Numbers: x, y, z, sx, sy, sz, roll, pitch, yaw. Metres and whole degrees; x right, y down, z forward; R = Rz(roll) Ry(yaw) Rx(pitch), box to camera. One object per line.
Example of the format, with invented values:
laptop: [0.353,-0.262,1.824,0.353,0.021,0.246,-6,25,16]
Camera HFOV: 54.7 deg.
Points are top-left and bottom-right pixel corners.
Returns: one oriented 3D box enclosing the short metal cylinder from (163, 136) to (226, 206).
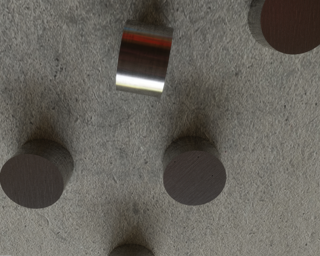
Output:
short metal cylinder: [0.044,0.056,0.417,0.081,0.050,0.079,0,110,0]

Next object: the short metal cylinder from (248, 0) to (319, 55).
short metal cylinder: [0.147,-0.127,0.351,0.081,0.050,0.079,0,110,0]

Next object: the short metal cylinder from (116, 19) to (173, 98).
short metal cylinder: [-0.018,-0.078,0.352,0.050,0.080,0.079,10,110,-4]

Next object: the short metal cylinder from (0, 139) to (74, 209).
short metal cylinder: [-0.163,0.060,0.417,0.081,0.050,0.079,0,110,0]

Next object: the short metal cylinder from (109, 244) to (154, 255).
short metal cylinder: [-0.046,0.229,0.480,0.081,0.050,0.079,0,110,0]
